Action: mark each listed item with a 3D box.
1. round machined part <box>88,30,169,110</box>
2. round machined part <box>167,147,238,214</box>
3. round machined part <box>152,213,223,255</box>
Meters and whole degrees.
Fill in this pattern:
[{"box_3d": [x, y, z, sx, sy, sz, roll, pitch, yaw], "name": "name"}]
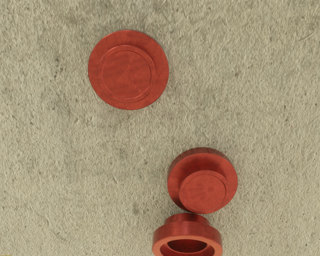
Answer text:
[{"box_3d": [-0.038, -0.068, 0.375, 0.099, 0.042, 0.097, 0, 110, 0], "name": "round machined part"}, {"box_3d": [0.059, 0.079, 0.430, 0.099, 0.042, 0.097, 0, 110, 0], "name": "round machined part"}, {"box_3d": [0.039, 0.158, 0.447, 0.099, 0.042, 0.097, 2, 134, 2], "name": "round machined part"}]
